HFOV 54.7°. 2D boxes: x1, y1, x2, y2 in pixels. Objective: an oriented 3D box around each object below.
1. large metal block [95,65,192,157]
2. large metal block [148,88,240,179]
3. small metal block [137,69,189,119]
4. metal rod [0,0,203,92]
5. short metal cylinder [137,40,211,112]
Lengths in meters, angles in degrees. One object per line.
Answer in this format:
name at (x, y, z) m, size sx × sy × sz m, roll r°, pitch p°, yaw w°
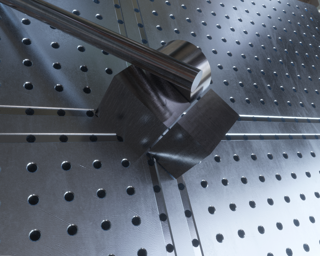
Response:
large metal block at (-0.023, -0.023, 0.377) m, size 0.080 × 0.080 × 0.050 m, roll 44°, pitch 51°, yaw 2°
large metal block at (0.042, 0.008, 0.390) m, size 0.050 × 0.080 × 0.080 m, roll 45°, pitch 51°, yaw 2°
small metal block at (0.005, -0.049, 0.443) m, size 0.050 × 0.025 × 0.050 m, roll 41°, pitch 51°, yaw -1°
metal rod at (-0.090, -0.115, 0.364) m, size 0.301 × 0.025 × 0.025 m, roll 27°, pitch 49°, yaw 16°
short metal cylinder at (0.017, -0.064, 0.389) m, size 0.080 × 0.080 × 0.050 m, roll 45°, pitch 51°, yaw 2°
